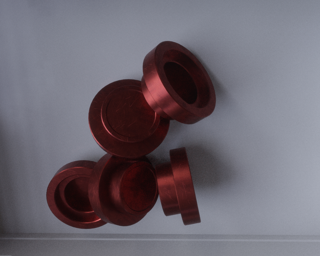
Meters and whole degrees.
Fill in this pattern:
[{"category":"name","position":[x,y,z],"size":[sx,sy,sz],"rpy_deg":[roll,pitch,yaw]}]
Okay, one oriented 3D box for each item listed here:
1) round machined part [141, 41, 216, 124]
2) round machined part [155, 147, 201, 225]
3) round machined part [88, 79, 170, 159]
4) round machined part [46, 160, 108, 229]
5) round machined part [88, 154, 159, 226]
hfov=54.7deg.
[{"category":"round machined part","position":[0.017,-0.048,0.361],"size":[0.042,0.098,0.098],"rpy_deg":[-31,109,38]},{"category":"round machined part","position":[0.022,0.076,0.400],"size":[0.042,0.098,0.097],"rpy_deg":[-12,110,4]},{"category":"round machined part","position":[-0.036,-0.013,0.373],"size":[0.099,0.042,0.098],"rpy_deg":[2,78,-9]},{"category":"round machined part","position":[-0.103,0.088,0.434],"size":[0.099,0.042,0.097],"rpy_deg":[0,110,0]},{"category":"round machined part","position":[-0.038,0.076,0.398],"size":[0.042,0.099,0.098],"rpy_deg":[-5,116,44]}]
